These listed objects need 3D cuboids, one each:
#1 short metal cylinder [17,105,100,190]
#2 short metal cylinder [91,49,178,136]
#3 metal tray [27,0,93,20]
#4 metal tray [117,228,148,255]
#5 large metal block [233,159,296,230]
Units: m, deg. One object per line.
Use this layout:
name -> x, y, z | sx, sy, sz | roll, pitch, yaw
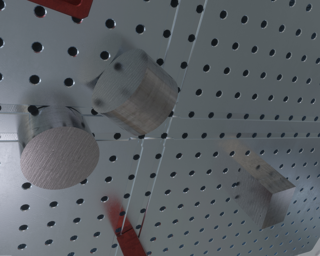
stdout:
short metal cylinder -> -0.114, 0.021, 0.346 | 0.081, 0.050, 0.079 | -14, 124, -21
short metal cylinder -> -0.028, -0.038, 0.337 | 0.080, 0.080, 0.050 | -48, 129, 5
metal tray -> -0.087, -0.169, 0.255 | 0.091, 0.030, 0.129 | 11, 113, -33
metal tray -> -0.023, 0.235, 0.502 | 0.030, 0.090, 0.129 | -27, 128, -11
large metal block -> 0.180, 0.115, 0.545 | 0.050, 0.080, 0.079 | -10, 123, -23
